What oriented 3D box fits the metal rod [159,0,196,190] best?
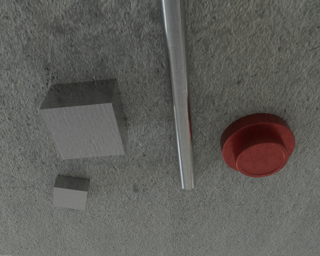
[{"bbox_3d":[0.026,-0.027,0.384,0.025,0.025,0.298,-5,130,4],"label":"metal rod"}]

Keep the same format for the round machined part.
[{"bbox_3d":[0.135,0.030,0.424,0.099,0.042,0.097,-1,130,0],"label":"round machined part"}]

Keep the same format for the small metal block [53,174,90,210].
[{"bbox_3d":[-0.141,0.103,0.493,0.050,0.025,0.050,10,130,-9],"label":"small metal block"}]

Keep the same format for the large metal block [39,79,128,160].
[{"bbox_3d":[-0.088,-0.010,0.381,0.080,0.050,0.080,-5,130,4],"label":"large metal block"}]
